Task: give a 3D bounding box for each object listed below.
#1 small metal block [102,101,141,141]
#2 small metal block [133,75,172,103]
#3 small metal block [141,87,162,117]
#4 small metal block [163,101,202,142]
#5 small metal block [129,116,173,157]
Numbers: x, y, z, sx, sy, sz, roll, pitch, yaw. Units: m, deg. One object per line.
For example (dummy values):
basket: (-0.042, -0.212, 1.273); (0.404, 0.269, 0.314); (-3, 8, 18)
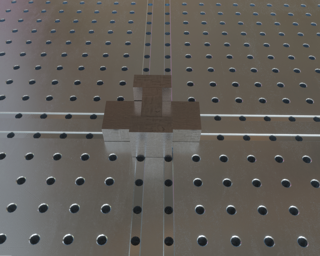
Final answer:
small metal block: (-0.048, -0.010, 0.415); (0.050, 0.025, 0.050); (0, 50, 0)
small metal block: (-0.010, -0.046, 0.430); (0.050, 0.050, 0.025); (1, 50, 0)
small metal block: (-0.010, -0.018, 0.405); (0.025, 0.050, 0.050); (1, 50, 0)
small metal block: (0.028, -0.009, 0.415); (0.050, 0.025, 0.050); (1, 50, 0)
small metal block: (-0.010, 0.011, 0.381); (0.050, 0.050, 0.025); (1, 50, 0)
